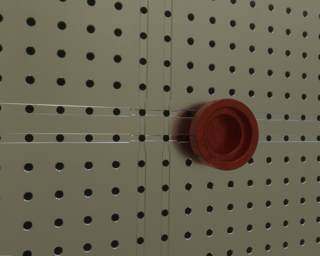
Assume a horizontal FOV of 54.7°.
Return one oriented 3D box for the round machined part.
[{"bbox_3d":[0.086,0.009,0.437,0.099,0.042,0.097,0,90,-21],"label":"round machined part"}]
